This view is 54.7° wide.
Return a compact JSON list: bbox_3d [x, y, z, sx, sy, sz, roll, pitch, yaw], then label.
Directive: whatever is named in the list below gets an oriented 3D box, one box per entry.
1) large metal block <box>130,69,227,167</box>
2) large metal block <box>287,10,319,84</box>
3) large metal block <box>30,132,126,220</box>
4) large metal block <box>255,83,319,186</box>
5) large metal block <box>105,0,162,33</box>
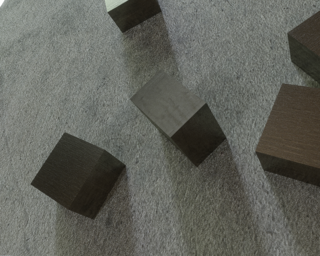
[{"bbox_3d":[0.022,-0.011,0.363,0.050,0.080,0.080,-45,51,-2],"label":"large metal block"},{"bbox_3d":[0.202,-0.091,0.337,0.080,0.050,0.080,-35,51,5],"label":"large metal block"},{"bbox_3d":[-0.107,0.061,0.407,0.080,0.050,0.080,18,71,35],"label":"large metal block"},{"bbox_3d":[0.151,0.008,0.303,0.080,0.050,0.080,15,70,34],"label":"large metal block"},{"bbox_3d":[-0.051,-0.231,0.557,0.080,0.050,0.080,-25,53,13],"label":"large metal block"}]
